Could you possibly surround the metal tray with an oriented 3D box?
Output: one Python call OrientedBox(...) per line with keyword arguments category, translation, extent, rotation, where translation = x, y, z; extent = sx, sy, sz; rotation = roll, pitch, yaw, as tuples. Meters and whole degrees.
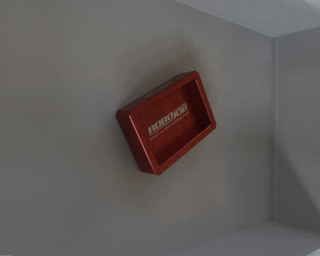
OrientedBox(category="metal tray", translation=(0.014, -0.010, 0.410), extent=(0.131, 0.030, 0.090), rotation=(-35, 112, -35))
